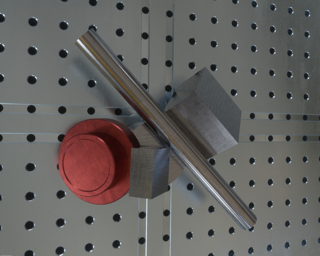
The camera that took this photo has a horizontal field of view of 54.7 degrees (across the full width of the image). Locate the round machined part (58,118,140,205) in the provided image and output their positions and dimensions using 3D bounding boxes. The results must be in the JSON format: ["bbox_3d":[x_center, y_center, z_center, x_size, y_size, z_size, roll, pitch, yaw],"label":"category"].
[{"bbox_3d":[-0.072,0.038,0.346,0.098,0.042,0.097,1,94,18],"label":"round machined part"}]

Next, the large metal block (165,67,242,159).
[{"bbox_3d":[0.057,-0.020,0.394,0.080,0.050,0.080,48,32,-14],"label":"large metal block"}]

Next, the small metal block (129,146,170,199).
[{"bbox_3d":[-0.010,0.046,0.336,0.025,0.050,0.050,3,89,20],"label":"small metal block"}]

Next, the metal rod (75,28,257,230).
[{"bbox_3d":[0.017,0.012,0.362,0.025,0.025,0.300,-45,104,-14],"label":"metal rod"}]

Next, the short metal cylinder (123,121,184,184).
[{"bbox_3d":[-0.013,0.031,0.390,0.081,0.050,0.079,0,90,-20],"label":"short metal cylinder"}]
